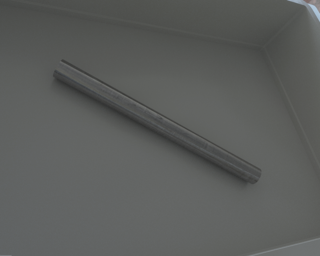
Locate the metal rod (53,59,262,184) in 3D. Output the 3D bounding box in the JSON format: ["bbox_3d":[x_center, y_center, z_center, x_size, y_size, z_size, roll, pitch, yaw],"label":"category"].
[{"bbox_3d":[0.005,-0.003,0.409,0.301,0.025,0.025,29,52,-11],"label":"metal rod"}]
